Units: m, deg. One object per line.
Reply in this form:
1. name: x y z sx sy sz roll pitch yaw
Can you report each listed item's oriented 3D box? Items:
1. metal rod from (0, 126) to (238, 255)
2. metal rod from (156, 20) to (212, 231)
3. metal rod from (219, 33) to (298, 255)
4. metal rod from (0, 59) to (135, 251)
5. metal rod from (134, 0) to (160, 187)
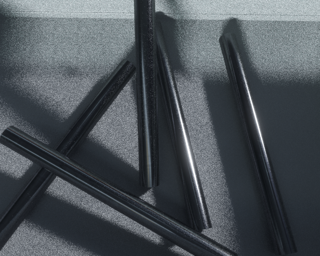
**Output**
1. metal rod: -0.052 0.079 0.358 0.301 0.025 0.025 28 73 6
2. metal rod: 0.019 -0.017 0.415 0.025 0.025 0.299 -11 70 -4
3. metal rod: 0.123 0.006 0.408 0.025 0.025 0.299 -8 70 -3
4. metal rod: -0.124 0.030 0.397 0.025 0.025 0.300 31 73 10
5. metal rod: -0.017 -0.078 0.373 0.025 0.025 0.298 -1 95 -1
